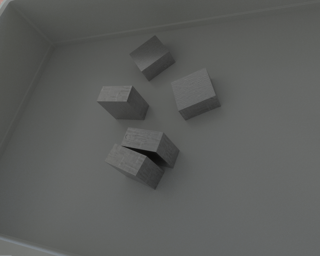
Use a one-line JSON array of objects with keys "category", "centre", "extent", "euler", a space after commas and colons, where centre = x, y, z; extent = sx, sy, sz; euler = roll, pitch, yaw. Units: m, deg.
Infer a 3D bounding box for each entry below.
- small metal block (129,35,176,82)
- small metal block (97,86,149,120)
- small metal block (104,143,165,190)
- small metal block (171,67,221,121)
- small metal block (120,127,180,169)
[{"category": "small metal block", "centre": [-0.012, -0.108, 0.477], "extent": [0.050, 0.025, 0.050], "euler": [-35, 51, 4]}, {"category": "small metal block", "centre": [-0.051, -0.035, 0.436], "extent": [0.050, 0.050, 0.025], "euler": [3, 63, 29]}, {"category": "small metal block", "centre": [-0.030, 0.047, 0.375], "extent": [0.050, 0.050, 0.025], "euler": [18, 72, 35]}, {"category": "small metal block", "centre": [0.047, -0.045, 0.408], "extent": [0.050, 0.025, 0.050], "euler": [-22, 54, 14]}, {"category": "small metal block", "centre": [-0.011, 0.025, 0.379], "extent": [0.050, 0.050, 0.025], "euler": [8, 66, 31]}]
